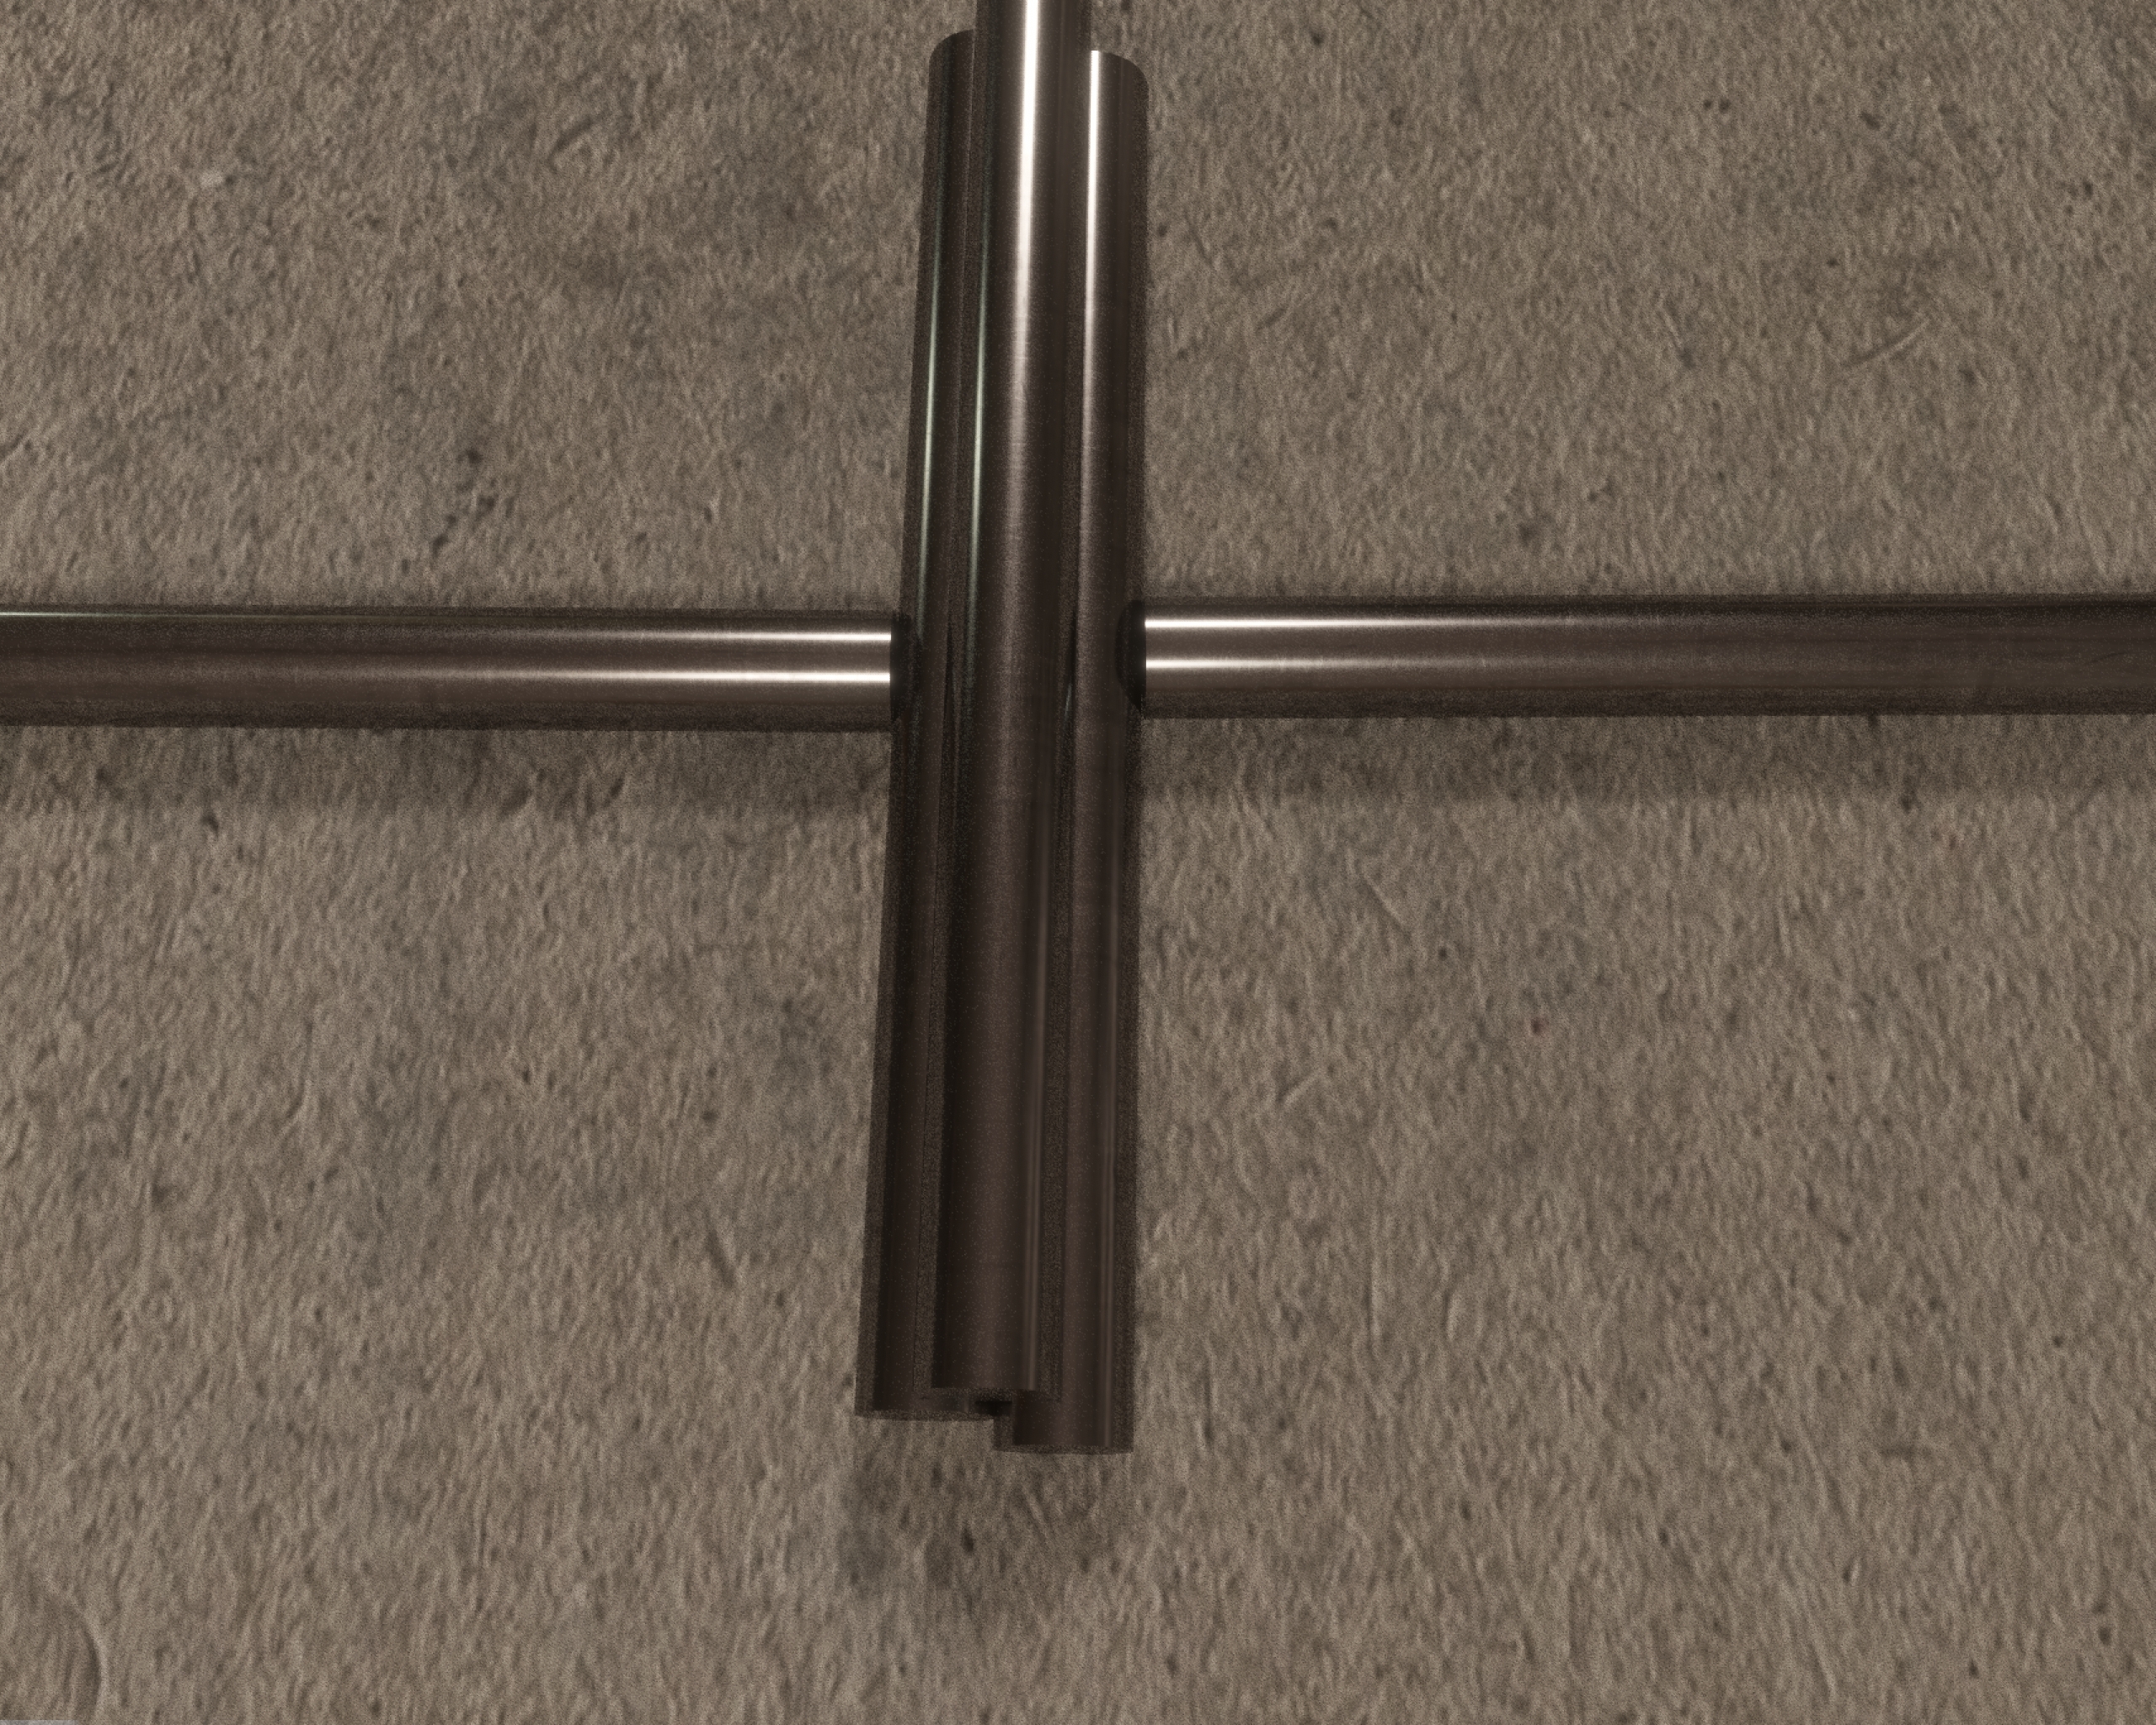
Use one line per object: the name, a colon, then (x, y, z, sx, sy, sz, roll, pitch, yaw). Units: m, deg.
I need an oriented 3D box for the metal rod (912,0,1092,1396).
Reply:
metal rod: (-0.013, -0.050, 0.406, 0.025, 0.025, 0.299, 1, 70, 0)

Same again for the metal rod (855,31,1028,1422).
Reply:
metal rod: (-0.024, -0.041, 0.425, 0.025, 0.025, 0.299, 1, 70, 0)

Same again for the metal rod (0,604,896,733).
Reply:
metal rod: (-0.188, -0.040, 0.421, 0.302, 0.025, 0.025, 0, 70, -1)

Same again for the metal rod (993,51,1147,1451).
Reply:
metal rod: (0.000, -0.036, 0.423, 0.025, 0.025, 0.299, 1, 70, 0)

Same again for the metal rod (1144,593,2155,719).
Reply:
metal rod: (0.164, -0.042, 0.427, 0.302, 0.025, 0.025, 0, 70, -1)
